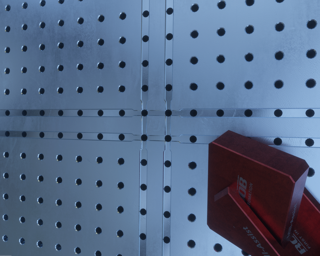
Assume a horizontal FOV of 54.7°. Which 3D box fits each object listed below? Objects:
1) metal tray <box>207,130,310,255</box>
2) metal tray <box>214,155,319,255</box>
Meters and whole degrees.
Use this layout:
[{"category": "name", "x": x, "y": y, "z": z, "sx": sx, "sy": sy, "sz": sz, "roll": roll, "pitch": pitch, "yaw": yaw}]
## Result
[{"category": "metal tray", "x": 0.095, "y": 0.076, "z": 0.327, "sx": 0.090, "sy": 0.030, "sz": 0.129, "roll": 25, "pitch": 132, "yaw": 38}, {"category": "metal tray", "x": 0.132, "y": 0.099, "z": 0.332, "sx": 0.130, "sy": 0.091, "sz": 0.030, "roll": 52, "pitch": 145, "yaw": 12}]
